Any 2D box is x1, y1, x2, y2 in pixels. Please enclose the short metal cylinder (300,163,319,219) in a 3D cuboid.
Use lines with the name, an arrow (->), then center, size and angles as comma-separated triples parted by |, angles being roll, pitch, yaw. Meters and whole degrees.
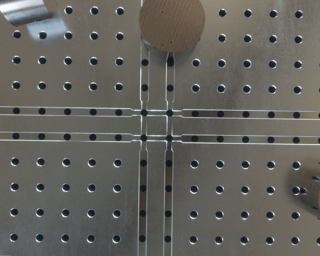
short metal cylinder -> 0.233, 0.087, 0.403 | 0.081, 0.050, 0.079 | 0, 90, 0

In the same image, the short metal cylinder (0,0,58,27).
short metal cylinder -> -0.167, -0.172, 0.384 | 0.050, 0.080, 0.080 | -13, 90, 0

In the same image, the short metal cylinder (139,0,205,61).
short metal cylinder -> 0.015, -0.132, 0.401 | 0.081, 0.050, 0.079 | 0, 90, 0
